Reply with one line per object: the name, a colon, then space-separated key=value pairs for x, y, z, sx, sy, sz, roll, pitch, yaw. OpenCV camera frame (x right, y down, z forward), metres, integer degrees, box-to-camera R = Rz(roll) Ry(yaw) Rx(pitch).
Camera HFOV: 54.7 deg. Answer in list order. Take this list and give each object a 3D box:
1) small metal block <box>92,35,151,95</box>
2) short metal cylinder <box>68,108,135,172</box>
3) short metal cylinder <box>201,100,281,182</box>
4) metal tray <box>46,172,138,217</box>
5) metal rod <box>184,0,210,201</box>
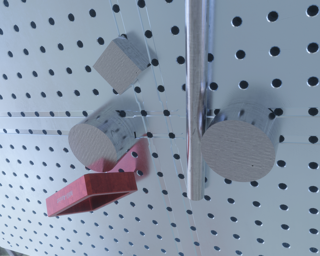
small metal block: x=-0.048 y=-0.078 z=0.388 sx=0.050 sy=0.025 sz=0.050 roll=46 pitch=129 yaw=-5
short metal cylinder: x=-0.084 y=0.017 z=0.450 sx=0.080 sy=0.050 sz=0.079 roll=13 pitch=124 yaw=21
short metal cylinder: x=0.093 y=0.015 z=0.355 sx=0.080 sy=0.050 sz=0.079 roll=13 pitch=124 yaw=21
metal tray: x=-0.110 y=0.106 z=0.492 sx=0.130 sy=0.091 sz=0.030 roll=-32 pitch=64 yaw=38
metal rod: x=0.043 y=-0.033 z=0.367 sx=0.025 sy=0.025 sz=0.298 roll=10 pitch=123 yaw=22
